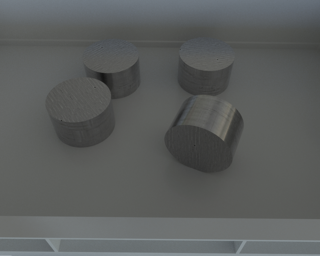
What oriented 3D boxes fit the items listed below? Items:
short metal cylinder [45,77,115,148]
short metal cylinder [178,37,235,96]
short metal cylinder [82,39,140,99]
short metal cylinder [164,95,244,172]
[{"bbox_3d":[-0.102,-0.021,0.405,0.081,0.050,0.080,0,50,0],"label":"short metal cylinder"},{"bbox_3d":[0.068,-0.093,0.468,0.081,0.050,0.080,0,50,0],"label":"short metal cylinder"},{"bbox_3d":[-0.071,-0.089,0.463,0.081,0.050,0.080,0,50,0],"label":"short metal cylinder"},{"bbox_3d":[0.052,0.007,0.364,0.080,0.080,0.050,19,53,15],"label":"short metal cylinder"}]
